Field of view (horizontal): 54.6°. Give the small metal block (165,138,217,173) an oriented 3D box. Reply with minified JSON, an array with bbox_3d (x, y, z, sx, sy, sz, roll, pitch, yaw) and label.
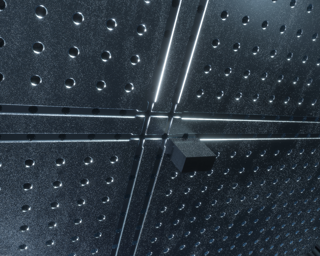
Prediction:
[{"bbox_3d":[0.043,0.037,0.441,0.050,0.050,0.025,1,118,-29],"label":"small metal block"}]
